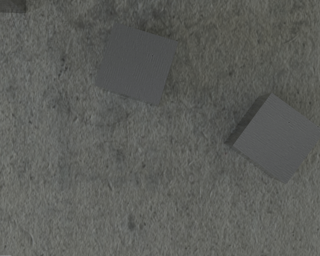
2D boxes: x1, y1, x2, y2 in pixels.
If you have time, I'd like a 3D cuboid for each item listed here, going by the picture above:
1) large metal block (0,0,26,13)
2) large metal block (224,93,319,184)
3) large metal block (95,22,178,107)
[{"bbox_3d":[-0.221,-0.196,0.394,0.081,0.050,0.079,2,90,-1],"label":"large metal block"},{"bbox_3d":[0.144,0.013,0.399,0.080,0.050,0.080,36,90,-1],"label":"large metal block"},{"bbox_3d":[-0.028,-0.078,0.397,0.080,0.050,0.080,17,90,-1],"label":"large metal block"}]
